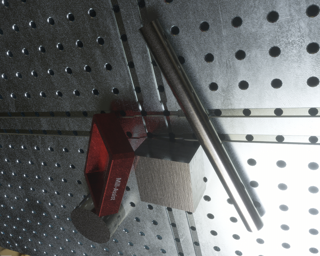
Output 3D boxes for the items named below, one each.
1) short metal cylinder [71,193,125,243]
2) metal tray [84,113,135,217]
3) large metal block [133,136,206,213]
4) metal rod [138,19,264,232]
[{"bbox_3d":[-0.109,0.156,0.549,0.080,0.050,0.079,13,124,21],"label":"short metal cylinder"},{"bbox_3d":[-0.078,0.054,0.449,0.090,0.030,0.129,58,142,40],"label":"metal tray"},{"bbox_3d":[0.014,0.062,0.426,0.080,0.050,0.079,6,121,25],"label":"large metal block"},{"bbox_3d":[0.058,0.009,0.385,0.025,0.025,0.299,-19,109,35],"label":"metal rod"}]
